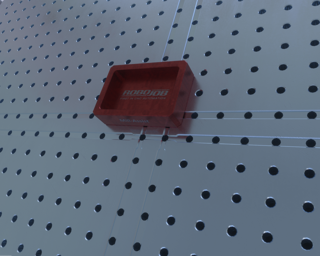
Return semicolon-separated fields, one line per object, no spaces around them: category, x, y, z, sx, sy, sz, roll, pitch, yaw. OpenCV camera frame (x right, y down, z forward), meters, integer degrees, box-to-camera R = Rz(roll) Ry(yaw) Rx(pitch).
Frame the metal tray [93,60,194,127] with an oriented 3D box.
metal tray;-0.025;-0.049;0.446;0.130;0.030;0.090;2;63;29
